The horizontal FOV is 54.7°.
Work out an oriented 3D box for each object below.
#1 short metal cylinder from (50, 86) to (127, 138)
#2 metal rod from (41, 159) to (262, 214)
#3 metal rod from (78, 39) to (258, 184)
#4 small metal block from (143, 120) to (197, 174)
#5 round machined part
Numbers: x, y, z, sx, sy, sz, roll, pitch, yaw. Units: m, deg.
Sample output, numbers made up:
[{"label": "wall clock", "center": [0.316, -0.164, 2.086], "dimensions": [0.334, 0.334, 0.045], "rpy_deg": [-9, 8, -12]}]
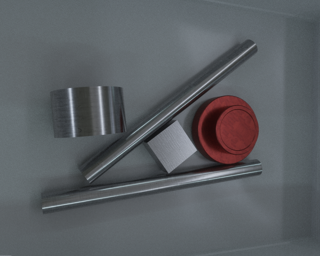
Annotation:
[{"label": "short metal cylinder", "center": [-0.080, -0.018, 0.351], "dimensions": [0.081, 0.080, 0.050], "rpy_deg": [-5, 92, -20]}, {"label": "metal rod", "center": [0.004, 0.073, 0.412], "dimensions": [0.303, 0.025, 0.025], "rpy_deg": [-6, 92, -20]}, {"label": "metal rod", "center": [0.022, -0.031, 0.418], "dimensions": [0.301, 0.025, 0.025], "rpy_deg": [-38, 103, -16]}, {"label": "small metal block", "center": [0.013, 0.024, 0.414], "dimensions": [0.050, 0.025, 0.050], "rpy_deg": [-37, 102, -16]}, {"label": "round machined part", "center": [0.099, 0.002, 0.436], "dimensions": [0.099, 0.042, 0.097], "rpy_deg": [0, 90, -21]}]
